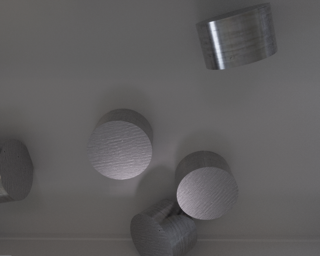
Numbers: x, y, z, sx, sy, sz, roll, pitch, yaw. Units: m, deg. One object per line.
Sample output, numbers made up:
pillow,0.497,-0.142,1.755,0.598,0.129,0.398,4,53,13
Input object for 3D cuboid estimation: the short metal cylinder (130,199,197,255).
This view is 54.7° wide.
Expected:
short metal cylinder,0.004,0.146,0.430,0.080,0.050,0.079,17,116,40

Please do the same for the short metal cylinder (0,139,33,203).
short metal cylinder,-0.208,0.057,0.401,0.050,0.080,0.079,-9,110,3

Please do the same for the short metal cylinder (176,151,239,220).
short metal cylinder,0.062,0.078,0.427,0.081,0.050,0.079,0,110,0

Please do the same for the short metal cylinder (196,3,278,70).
short metal cylinder,0.085,-0.102,0.345,0.080,0.080,0.050,-16,110,5

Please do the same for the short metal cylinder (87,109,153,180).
short metal cylinder,-0.050,0.020,0.405,0.081,0.050,0.079,0,110,0
